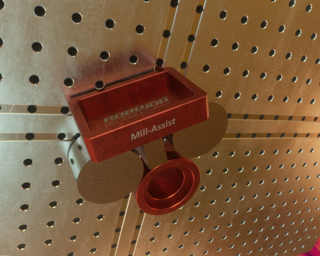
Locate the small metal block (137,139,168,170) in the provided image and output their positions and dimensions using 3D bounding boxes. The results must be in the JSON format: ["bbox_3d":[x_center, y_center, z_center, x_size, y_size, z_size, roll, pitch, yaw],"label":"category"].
[{"bbox_3d":[-0.016,0.016,0.391,0.025,0.050,0.050,-23,127,-15],"label":"small metal block"}]

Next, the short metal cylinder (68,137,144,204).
[{"bbox_3d":[-0.067,0.046,0.382,0.081,0.050,0.079,-14,124,-21],"label":"short metal cylinder"}]

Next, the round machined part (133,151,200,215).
[{"bbox_3d":[0.005,0.074,0.443,0.099,0.042,0.097,-14,124,-21],"label":"round machined part"}]

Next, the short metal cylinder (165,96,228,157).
[{"bbox_3d":[0.041,-0.008,0.408,0.081,0.050,0.079,-14,124,-21],"label":"short metal cylinder"}]

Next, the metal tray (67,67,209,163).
[{"bbox_3d":[-0.025,-0.021,0.337,0.131,0.090,0.030,-21,127,-15],"label":"metal tray"}]
